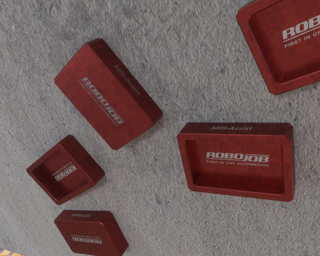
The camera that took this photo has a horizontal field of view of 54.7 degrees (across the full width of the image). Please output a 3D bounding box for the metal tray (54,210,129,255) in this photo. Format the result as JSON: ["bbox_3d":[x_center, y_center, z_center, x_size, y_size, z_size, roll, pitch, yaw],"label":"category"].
[{"bbox_3d":[-0.134,0.205,0.601,0.130,0.030,0.090,-8,115,31],"label":"metal tray"}]

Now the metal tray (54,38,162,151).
[{"bbox_3d":[-0.070,-0.041,0.415,0.090,0.030,0.130,-33,100,38],"label":"metal tray"}]

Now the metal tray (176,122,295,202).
[{"bbox_3d":[0.093,0.039,0.379,0.130,0.030,0.089,1,119,28],"label":"metal tray"}]

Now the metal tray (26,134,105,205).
[{"bbox_3d":[-0.167,0.077,0.539,0.130,0.030,0.090,-32,101,38],"label":"metal tray"}]

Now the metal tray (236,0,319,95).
[{"bbox_3d":[0.145,-0.092,0.269,0.130,0.030,0.090,-19,109,35],"label":"metal tray"}]
